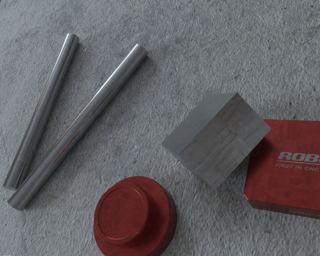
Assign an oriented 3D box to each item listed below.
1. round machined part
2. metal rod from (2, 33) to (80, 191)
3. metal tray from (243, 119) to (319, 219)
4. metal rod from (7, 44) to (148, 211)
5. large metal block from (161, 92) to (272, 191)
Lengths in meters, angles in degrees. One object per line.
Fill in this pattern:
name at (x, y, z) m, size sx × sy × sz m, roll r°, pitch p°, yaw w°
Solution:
round machined part at (-0.034, 0.100, 0.348) m, size 0.098 × 0.042 × 0.098 m, roll -13°, pitch 56°, yaw 20°
metal rod at (-0.194, -0.041, 0.528) m, size 0.025 × 0.025 × 0.299 m, roll -2°, pitch 60°, yaw 27°
metal tray at (0.154, 0.039, 0.296) m, size 0.130 × 0.030 × 0.090 m, roll 3°, pitch 63°, yaw 29°
metal rod at (-0.117, -0.007, 0.467) m, size 0.025 × 0.025 × 0.300 m, roll 29°, pitch 77°, yaw 37°
large metal block at (0.054, 0.010, 0.327) m, size 0.080 × 0.050 × 0.080 m, roll -46°, pitch 11°, yaw -5°
